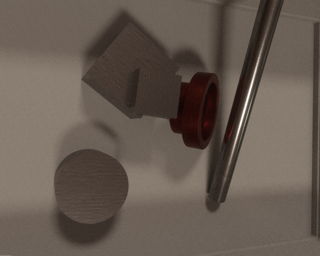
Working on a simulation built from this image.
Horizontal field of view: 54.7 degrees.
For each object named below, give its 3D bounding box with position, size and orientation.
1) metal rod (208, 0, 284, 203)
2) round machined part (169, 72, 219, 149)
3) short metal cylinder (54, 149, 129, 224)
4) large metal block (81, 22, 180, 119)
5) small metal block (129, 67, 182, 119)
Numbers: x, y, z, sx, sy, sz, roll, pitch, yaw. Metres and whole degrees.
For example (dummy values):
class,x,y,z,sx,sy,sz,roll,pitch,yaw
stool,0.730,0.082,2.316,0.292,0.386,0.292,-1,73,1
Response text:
class,x,y,z,sx,sy,sz,roll,pitch,yaw
metal rod,0.107,-0.037,0.392,0.025,0.025,0.298,3,112,-20
round machined part,0.044,-0.024,0.400,0.042,0.098,0.097,10,86,21
short metal cylinder,-0.083,0.066,0.367,0.081,0.050,0.079,0,90,-20
large metal block,-0.037,-0.068,0.384,0.080,0.050,0.080,40,77,-16
small metal block,-0.006,-0.039,0.356,0.050,0.025,0.050,8,87,-20
